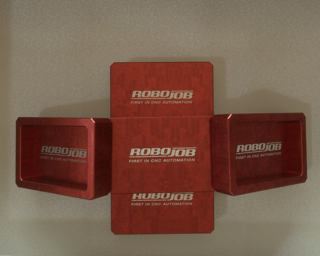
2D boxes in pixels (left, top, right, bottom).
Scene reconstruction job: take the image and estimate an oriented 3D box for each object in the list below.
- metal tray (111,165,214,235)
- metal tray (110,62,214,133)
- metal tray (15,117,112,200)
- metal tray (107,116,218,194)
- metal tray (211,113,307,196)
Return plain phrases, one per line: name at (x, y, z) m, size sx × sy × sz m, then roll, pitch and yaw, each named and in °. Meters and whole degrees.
metal tray at (0.003, 0.090, 0.406) m, size 0.131 × 0.030 × 0.089 m, roll 0°, pitch 90°, yaw -1°
metal tray at (0.003, -0.039, 0.406) m, size 0.131 × 0.030 × 0.089 m, roll 0°, pitch 90°, yaw -1°
metal tray at (-0.120, 0.032, 0.376) m, size 0.130 × 0.030 × 0.089 m, roll 2°, pitch 91°, yaw 29°
metal tray at (0.003, 0.032, 0.377) m, size 0.131 × 0.030 × 0.089 m, roll -1°, pitch 90°, yaw -1°
metal tray at (0.124, 0.027, 0.377) m, size 0.131 × 0.030 × 0.089 m, roll -2°, pitch 91°, yaw -30°
